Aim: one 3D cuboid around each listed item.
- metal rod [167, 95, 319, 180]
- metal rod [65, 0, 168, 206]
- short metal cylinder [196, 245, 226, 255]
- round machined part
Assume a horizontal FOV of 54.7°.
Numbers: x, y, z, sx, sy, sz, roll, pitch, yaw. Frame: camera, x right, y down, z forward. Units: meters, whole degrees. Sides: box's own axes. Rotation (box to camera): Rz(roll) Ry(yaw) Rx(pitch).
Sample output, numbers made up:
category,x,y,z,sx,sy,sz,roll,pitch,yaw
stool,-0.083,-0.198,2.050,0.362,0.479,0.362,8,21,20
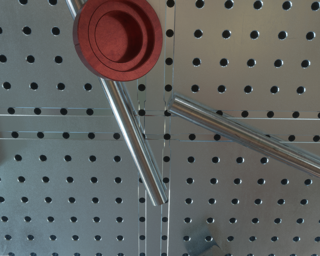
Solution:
category,x,y,z,sx,sy,sz,roll,pitch,yaw
metal rod,0.152,0.027,0.425,0.302,0.025,0.025,23,108,-9
metal rod,-0.050,-0.026,0.403,0.025,0.025,0.298,-19,109,6
short metal cylinder,0.082,0.228,0.469,0.050,0.080,0.080,-36,107,12
round machined part,-0.050,-0.102,0.351,0.099,0.042,0.097,-5,100,-29
